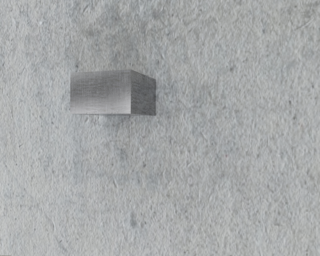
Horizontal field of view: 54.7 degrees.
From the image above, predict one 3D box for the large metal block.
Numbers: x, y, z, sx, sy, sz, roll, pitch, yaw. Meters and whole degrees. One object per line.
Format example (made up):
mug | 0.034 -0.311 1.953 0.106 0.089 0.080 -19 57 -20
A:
large metal block | -0.057 -0.042 0.399 0.080 0.080 0.050 1 90 19
